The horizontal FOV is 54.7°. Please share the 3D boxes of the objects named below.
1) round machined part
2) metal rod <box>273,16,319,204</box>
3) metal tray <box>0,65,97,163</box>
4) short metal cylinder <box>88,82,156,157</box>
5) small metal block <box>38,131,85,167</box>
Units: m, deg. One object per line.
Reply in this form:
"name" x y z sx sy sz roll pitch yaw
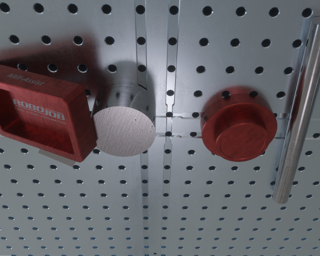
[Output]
"round machined part" 0.105 0.007 0.408 0.099 0.042 0.097 0 130 0
"metal rod" 0.184 0.002 0.415 0.025 0.025 0.298 -4 130 3
"metal tray" -0.142 -0.018 0.357 0.130 0.030 0.089 15 133 19
"short metal cylinder" -0.045 -0.010 0.387 0.081 0.050 0.079 0 130 0
"small metal block" -0.131 0.021 0.429 0.050 0.025 0.050 28 125 -22
